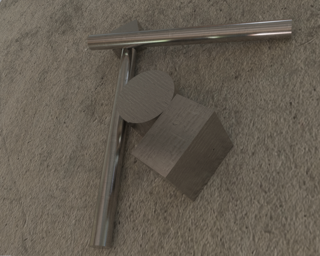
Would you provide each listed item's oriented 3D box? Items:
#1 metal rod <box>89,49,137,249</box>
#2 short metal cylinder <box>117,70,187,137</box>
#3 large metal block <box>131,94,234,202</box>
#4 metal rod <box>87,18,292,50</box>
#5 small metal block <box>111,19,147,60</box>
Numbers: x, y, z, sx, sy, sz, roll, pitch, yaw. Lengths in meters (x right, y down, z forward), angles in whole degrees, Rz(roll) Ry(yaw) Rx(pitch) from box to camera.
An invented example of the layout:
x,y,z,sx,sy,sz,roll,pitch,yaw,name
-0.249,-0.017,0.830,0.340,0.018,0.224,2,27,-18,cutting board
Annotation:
x,y,z,sx,sy,sz,roll,pitch,yaw,name
-0.059,0.007,0.428,0.025,0.025,0.299,-10,57,23,metal rod
-0.009,-0.029,0.409,0.080,0.050,0.080,-13,56,20,short metal cylinder
0.028,0.023,0.339,0.050,0.080,0.080,30,78,37,large metal block
0.028,-0.133,0.450,0.301,0.025,0.025,3,63,22,metal rod
-0.053,-0.149,0.521,0.050,0.025,0.050,-21,53,15,small metal block
